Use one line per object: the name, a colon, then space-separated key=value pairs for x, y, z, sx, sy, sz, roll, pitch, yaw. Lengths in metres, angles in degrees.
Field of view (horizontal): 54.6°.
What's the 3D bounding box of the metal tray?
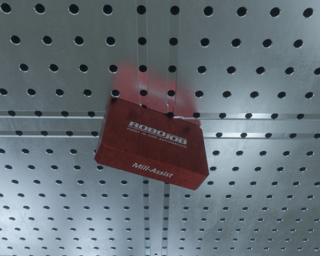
metal tray: x=-0.008 y=0.019 z=0.384 sx=0.131 sy=0.090 sz=0.030 roll=18 pitch=128 yaw=-15
